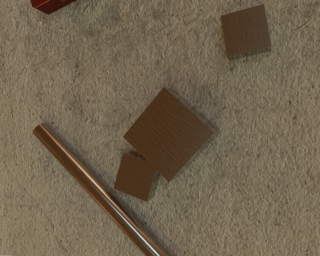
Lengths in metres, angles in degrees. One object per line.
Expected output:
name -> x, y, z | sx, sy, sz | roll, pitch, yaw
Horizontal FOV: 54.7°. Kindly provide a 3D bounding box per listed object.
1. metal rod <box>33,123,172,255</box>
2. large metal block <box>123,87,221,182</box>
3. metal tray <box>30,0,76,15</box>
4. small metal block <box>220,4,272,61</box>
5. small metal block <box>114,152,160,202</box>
metal rod -> -0.076, 0.100, 0.434 | 0.300, 0.025, 0.025 | 43, 103, 14
large metal block -> 0.016, 0.008, 0.389 | 0.080, 0.050, 0.080 | 44, 103, 14
metal tray -> -0.136, -0.236, 0.452 | 0.130, 0.030, 0.090 | -18, 84, 18
small metal block -> 0.104, -0.114, 0.372 | 0.050, 0.025, 0.050 | -10, 87, 19
small metal block -> -0.029, 0.065, 0.418 | 0.050, 0.025, 0.050 | 17, 96, 18
